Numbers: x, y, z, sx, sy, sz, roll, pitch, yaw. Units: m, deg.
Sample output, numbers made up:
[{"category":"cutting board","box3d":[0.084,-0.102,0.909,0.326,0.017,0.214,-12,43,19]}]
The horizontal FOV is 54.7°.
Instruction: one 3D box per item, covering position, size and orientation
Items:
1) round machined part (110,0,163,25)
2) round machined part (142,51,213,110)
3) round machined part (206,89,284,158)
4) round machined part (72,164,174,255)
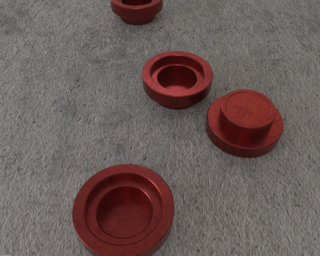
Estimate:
[{"category":"round machined part","box3d":[-0.043,-0.231,0.586,0.099,0.042,0.098,0,50,0]},{"category":"round machined part","box3d":[0.024,-0.065,0.447,0.099,0.042,0.098,0,50,0]},{"category":"round machined part","box3d":[0.111,-0.013,0.404,0.099,0.042,0.098,0,50,0]},{"category":"round machined part","box3d":[-0.035,0.089,0.317,0.099,0.042,0.098,0,50,0]}]
